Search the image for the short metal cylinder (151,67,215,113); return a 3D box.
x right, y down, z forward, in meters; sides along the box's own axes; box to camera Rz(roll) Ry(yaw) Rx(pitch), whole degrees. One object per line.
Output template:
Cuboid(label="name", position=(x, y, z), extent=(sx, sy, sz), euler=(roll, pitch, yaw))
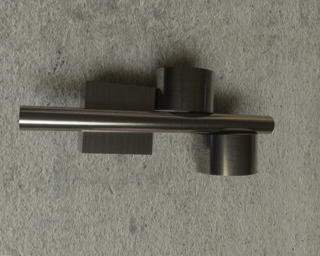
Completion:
Cuboid(label="short metal cylinder", position=(0.028, -0.045, 0.393), extent=(0.081, 0.080, 0.050), euler=(2, 90, -20))

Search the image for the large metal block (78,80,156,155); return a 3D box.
Cuboid(label="large metal block", position=(-0.054, -0.010, 0.374), extent=(0.081, 0.050, 0.079), euler=(3, 89, -20))

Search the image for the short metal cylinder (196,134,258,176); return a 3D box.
Cuboid(label="short metal cylinder", position=(0.089, 0.033, 0.415), extent=(0.081, 0.080, 0.050), euler=(0, 90, -20))

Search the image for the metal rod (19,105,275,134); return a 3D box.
Cuboid(label="metal rod", position=(0.004, -0.007, 0.358), extent=(0.303, 0.025, 0.025), euler=(1, 90, -22))

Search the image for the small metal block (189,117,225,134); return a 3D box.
Cuboid(label="small metal block", position=(0.052, -0.005, 0.416), extent=(0.050, 0.050, 0.025), euler=(1, 90, -20))
